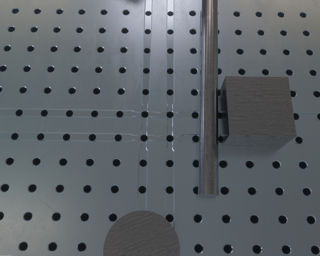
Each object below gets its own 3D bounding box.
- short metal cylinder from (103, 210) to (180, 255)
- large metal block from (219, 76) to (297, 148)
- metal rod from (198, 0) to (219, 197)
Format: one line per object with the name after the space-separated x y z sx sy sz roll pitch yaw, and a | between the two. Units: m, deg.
-0.019 0.136 0.348 0.081 0.050 0.080 0 70 0 | short metal cylinder
0.124 -0.020 0.406 0.080 0.050 0.080 1 70 0 | large metal block
0.069 -0.057 0.432 0.025 0.025 0.299 3 70 1 | metal rod
